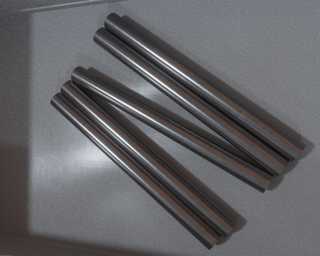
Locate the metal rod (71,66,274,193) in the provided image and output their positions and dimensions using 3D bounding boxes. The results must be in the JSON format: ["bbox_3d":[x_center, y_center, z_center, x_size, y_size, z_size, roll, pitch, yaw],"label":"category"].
[{"bbox_3d":[0.003,-0.006,0.408,0.300,0.025,0.025,30,100,17],"label":"metal rod"}]

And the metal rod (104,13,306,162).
[{"bbox_3d":[0.045,-0.061,0.393,0.300,0.025,0.025,38,102,16],"label":"metal rod"}]

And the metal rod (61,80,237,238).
[{"bbox_3d":[-0.025,0.032,0.418,0.300,0.025,0.025,40,103,15],"label":"metal rod"}]

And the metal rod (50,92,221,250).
[{"bbox_3d":[-0.042,0.049,0.424,0.300,0.025,0.025,40,103,15],"label":"metal rod"}]

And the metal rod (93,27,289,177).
[{"bbox_3d":[0.028,-0.042,0.399,0.300,0.025,0.025,38,102,16],"label":"metal rod"}]
